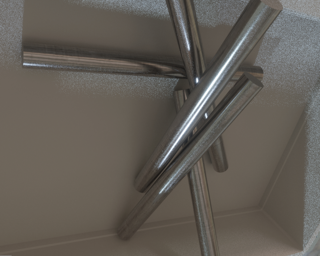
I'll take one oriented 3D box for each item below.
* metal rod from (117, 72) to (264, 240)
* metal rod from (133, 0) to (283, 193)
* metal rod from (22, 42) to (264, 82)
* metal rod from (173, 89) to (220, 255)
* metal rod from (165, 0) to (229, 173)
[{"bbox_3d":[0.022,0.054,0.395,0.025,0.025,0.298,13,127,-34],"label":"metal rod"},{"bbox_3d":[0.029,-0.008,0.343,0.025,0.025,0.298,-1,143,-28],"label":"metal rod"},{"bbox_3d":[0.003,-0.072,0.365,0.303,0.025,0.025,-1,119,-28],"label":"metal rod"},{"bbox_3d":[0.055,0.096,0.416,0.025,0.025,0.298,-13,98,-21],"label":"metal rod"},{"bbox_3d":[0.057,-0.032,0.392,0.025,0.025,0.299,-32,137,-8],"label":"metal rod"}]
